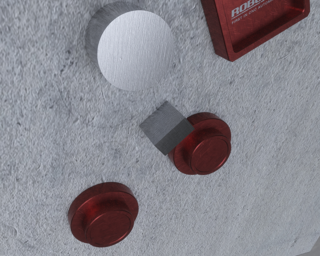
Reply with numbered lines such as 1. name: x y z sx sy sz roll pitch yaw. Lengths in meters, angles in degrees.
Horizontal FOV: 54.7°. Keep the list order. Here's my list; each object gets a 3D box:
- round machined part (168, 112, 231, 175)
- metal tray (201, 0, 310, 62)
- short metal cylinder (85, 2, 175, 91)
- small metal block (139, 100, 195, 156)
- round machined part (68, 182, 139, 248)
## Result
1. round machined part: 0.064 0.029 0.451 0.099 0.042 0.097 -14 125 -21
2. metal tray: 0.120 -0.151 0.377 0.131 0.030 0.090 -32 129 -8
3. short metal cylinder: -0.032 -0.085 0.322 0.081 0.050 0.079 -14 125 -21
4. small metal block: 0.008 -0.001 0.396 0.050 0.050 0.025 -43 130 1
5. round machined part: -0.075 0.128 0.435 0.099 0.042 0.097 -14 125 -21
